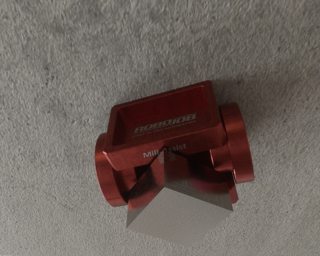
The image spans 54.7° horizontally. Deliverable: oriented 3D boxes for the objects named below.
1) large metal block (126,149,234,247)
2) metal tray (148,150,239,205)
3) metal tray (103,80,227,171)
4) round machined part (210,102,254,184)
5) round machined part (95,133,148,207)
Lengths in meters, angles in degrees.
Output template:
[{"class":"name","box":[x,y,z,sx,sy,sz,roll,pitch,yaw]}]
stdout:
[{"class":"large metal block","box":[0.019,0.079,0.339,0.080,0.050,0.080,23,126,-19]},{"class":"metal tray","box":[0.032,0.069,0.423,0.130,0.090,0.030,-13,129,10]},{"class":"metal tray","box":[0.004,-0.005,0.363,0.130,0.090,0.030,-14,129,11]},{"class":"round machined part","box":[0.082,0.020,0.379,0.042,0.098,0.098,-12,129,10]},{"class":"round machined part","box":[-0.045,0.050,0.402,0.042,0.098,0.098,-12,129,10]}]
